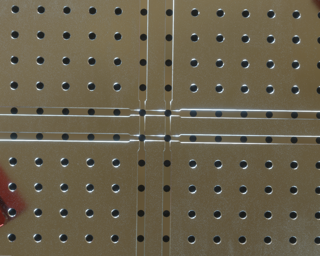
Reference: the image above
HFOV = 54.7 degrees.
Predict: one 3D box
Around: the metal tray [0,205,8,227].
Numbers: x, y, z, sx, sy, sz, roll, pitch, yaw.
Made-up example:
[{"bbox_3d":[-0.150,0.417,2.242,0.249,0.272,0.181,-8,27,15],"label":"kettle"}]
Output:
[{"bbox_3d":[-0.272,0.114,0.379,0.131,0.030,0.090,-30,85,-24],"label":"metal tray"}]
